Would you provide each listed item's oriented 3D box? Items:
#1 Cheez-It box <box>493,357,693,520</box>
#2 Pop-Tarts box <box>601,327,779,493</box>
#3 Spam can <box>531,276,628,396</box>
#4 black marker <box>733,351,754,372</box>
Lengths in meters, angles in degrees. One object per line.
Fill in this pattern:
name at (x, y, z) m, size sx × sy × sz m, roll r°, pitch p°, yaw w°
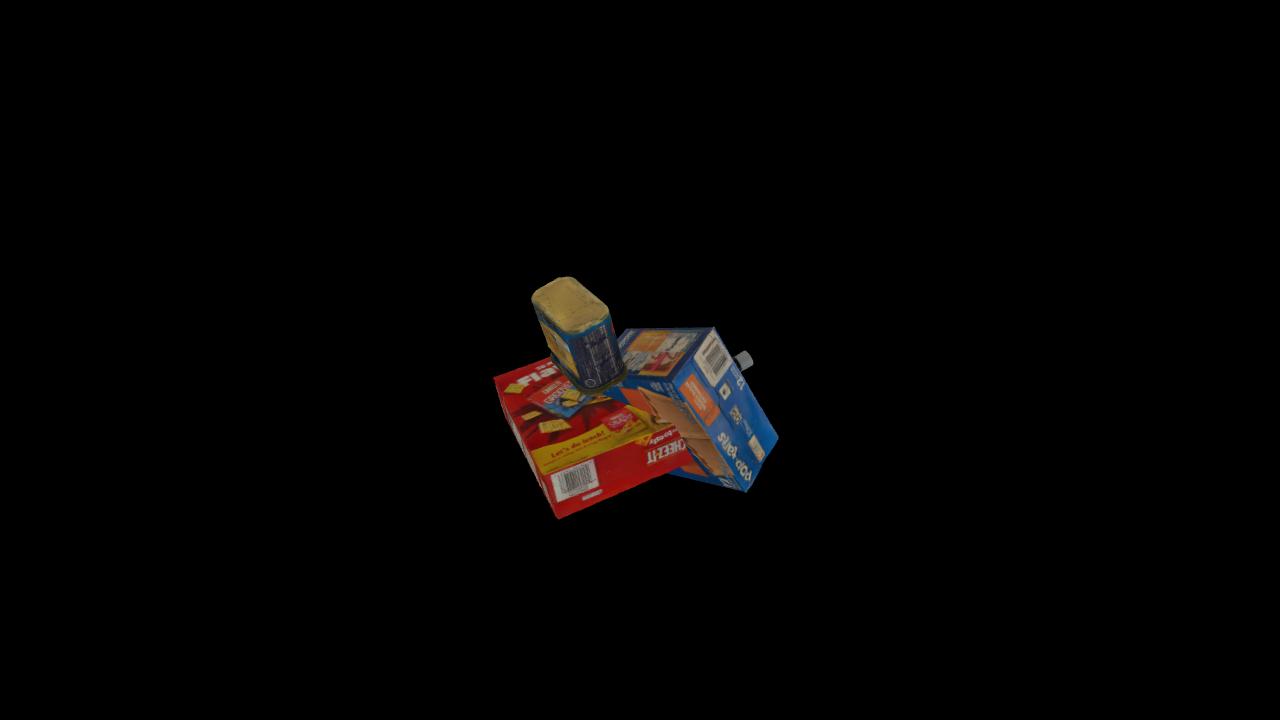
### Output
Cheez-It box at (-0.062, 0.065, 0.716) m, size 0.166 × 0.071 × 0.223 m, roll -20°, pitch 33°, yaw -18°
Pop-Tarts box at (0.048, 0.052, 0.682) m, size 0.141 × 0.167 × 0.083 m, roll 3°, pitch 44°, yaw 49°
Spam can at (-0.063, -0.026, 0.631) m, size 0.058 × 0.085 × 0.101 m, roll -31°, pitch 43°, yaw -18°
black marker at (0.068, 0.027, 0.667) m, size 0.121 × 0.020 × 0.020 m, roll -29°, pitch 4°, yaw -7°
